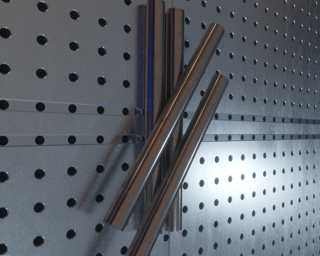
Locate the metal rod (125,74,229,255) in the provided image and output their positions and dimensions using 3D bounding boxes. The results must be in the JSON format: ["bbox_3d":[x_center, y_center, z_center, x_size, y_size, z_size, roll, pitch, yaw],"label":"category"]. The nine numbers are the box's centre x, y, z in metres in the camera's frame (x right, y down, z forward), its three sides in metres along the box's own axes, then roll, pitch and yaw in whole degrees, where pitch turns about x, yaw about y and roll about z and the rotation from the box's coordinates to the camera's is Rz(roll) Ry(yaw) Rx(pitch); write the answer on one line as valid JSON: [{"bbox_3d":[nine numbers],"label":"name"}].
[{"bbox_3d":[0.023,0.053,0.394,0.025,0.025,0.300,42,65,-32],"label":"metal rod"}]

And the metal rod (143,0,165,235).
[{"bbox_3d":[-0.008,-0.014,0.402,0.025,0.025,0.298,1,89,-40],"label":"metal rod"}]

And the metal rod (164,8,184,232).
[{"bbox_3d":[0.019,-0.011,0.425,0.025,0.025,0.298,1,89,-40],"label":"metal rod"}]

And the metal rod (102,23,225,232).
[{"bbox_3d":[0.015,-0.017,0.389,0.025,0.025,0.300,42,65,-32],"label":"metal rod"}]
